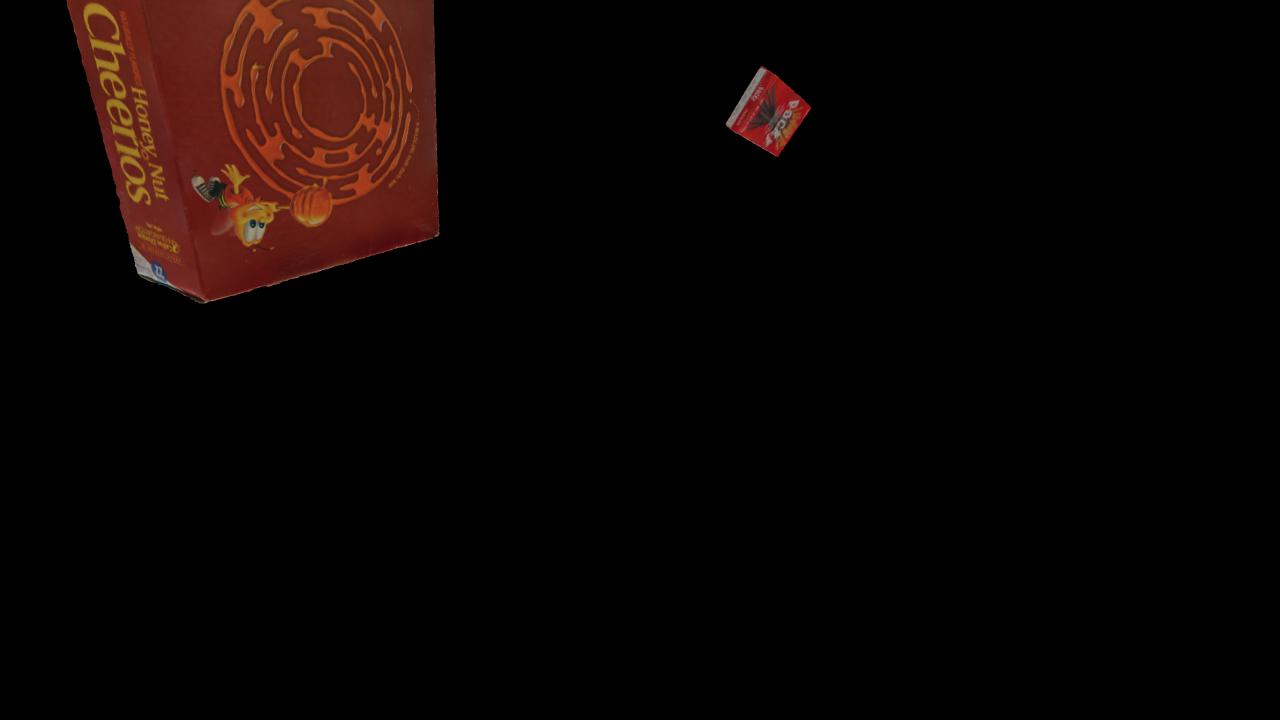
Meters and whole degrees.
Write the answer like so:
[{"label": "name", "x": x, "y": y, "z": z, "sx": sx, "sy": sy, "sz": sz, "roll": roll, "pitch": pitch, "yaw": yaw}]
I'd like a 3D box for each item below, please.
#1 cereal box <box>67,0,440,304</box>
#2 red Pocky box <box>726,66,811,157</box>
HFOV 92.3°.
[{"label": "cereal box", "x": -0.225, "y": -0.209, "z": 0.388, "sx": 0.081, "sy": 0.306, "sz": 0.203, "roll": 20, "pitch": 30, "yaw": 20}, {"label": "red Pocky box", "x": 0.177, "y": -0.332, "z": 0.834, "sx": 0.028, "sy": 0.083, "sz": 0.155, "roll": 43, "pitch": 25, "yaw": 21}]
